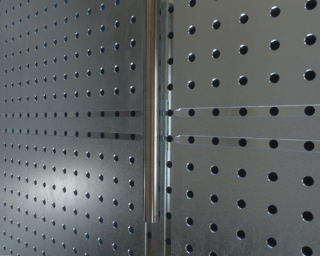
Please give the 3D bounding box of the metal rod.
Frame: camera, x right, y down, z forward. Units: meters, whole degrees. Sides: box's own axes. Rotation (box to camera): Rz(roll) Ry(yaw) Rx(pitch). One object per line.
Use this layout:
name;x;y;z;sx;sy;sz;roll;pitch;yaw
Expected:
metal rod;-0.011;-0.024;0.420;0.025;0.025;0.298;1;91;40
